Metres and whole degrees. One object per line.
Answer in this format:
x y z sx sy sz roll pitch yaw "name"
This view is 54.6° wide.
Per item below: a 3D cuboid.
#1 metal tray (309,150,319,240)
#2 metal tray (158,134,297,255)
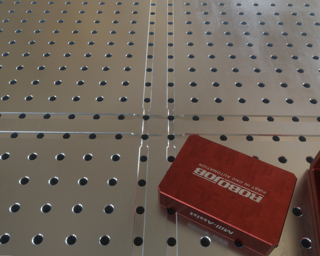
0.187 0.069 0.307 0.030 0.090 0.130 8 51 7 "metal tray"
0.074 0.068 0.348 0.130 0.030 0.090 22 53 17 "metal tray"
